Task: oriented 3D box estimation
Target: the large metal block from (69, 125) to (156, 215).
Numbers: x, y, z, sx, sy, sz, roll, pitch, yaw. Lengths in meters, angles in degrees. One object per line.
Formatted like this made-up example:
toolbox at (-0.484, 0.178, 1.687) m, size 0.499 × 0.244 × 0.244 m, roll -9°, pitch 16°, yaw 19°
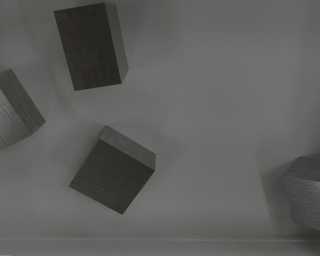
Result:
large metal block at (-0.062, 0.056, 0.418) m, size 0.080 × 0.050 × 0.080 m, roll 32°, pitch 107°, yaw -11°

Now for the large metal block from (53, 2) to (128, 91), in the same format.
large metal block at (-0.071, -0.093, 0.347) m, size 0.050 × 0.080 × 0.079 m, roll -9°, pitch 110°, yaw 3°

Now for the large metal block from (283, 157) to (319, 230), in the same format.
large metal block at (0.220, 0.090, 0.410) m, size 0.050 × 0.080 × 0.080 m, roll -32°, pitch 114°, yaw -34°

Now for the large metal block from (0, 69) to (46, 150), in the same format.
large metal block at (-0.208, -0.017, 0.390) m, size 0.080 × 0.050 × 0.080 m, roll -24°, pitch 109°, yaw 8°
